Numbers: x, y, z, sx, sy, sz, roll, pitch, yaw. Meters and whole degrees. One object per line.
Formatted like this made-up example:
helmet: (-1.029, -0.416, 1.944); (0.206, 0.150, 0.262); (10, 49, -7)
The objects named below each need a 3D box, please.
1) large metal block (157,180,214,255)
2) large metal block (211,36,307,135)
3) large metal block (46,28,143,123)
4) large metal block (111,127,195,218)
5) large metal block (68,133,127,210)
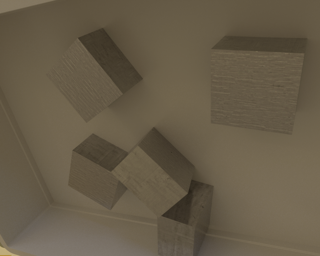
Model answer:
large metal block: (0.036, 0.129, 0.434); (0.050, 0.080, 0.079); (13, 124, 21)
large metal block: (0.098, -0.045, 0.313); (0.080, 0.050, 0.079); (9, 123, 23)
large metal block: (-0.084, -0.066, 0.396); (0.080, 0.050, 0.080); (-32, 101, 38)
large metal block: (-0.005, 0.053, 0.401); (0.080, 0.080, 0.050); (44, 110, -3)
large metal block: (-0.091, 0.068, 0.483); (0.080, 0.050, 0.079); (27, 128, 11)
